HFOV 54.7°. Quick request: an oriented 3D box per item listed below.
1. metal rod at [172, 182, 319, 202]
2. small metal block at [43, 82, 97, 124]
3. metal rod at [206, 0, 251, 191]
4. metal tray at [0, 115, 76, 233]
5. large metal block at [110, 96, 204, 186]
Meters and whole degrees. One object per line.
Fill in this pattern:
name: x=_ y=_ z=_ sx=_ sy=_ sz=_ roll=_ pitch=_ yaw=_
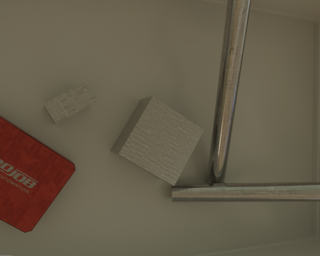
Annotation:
metal rod: x=0.167 y=0.084 z=0.409 sx=0.302 sy=0.025 sz=0.025 roll=-1 pitch=91 yaw=4
small metal block: x=-0.105 y=-0.028 z=0.359 sx=0.050 sy=0.050 sz=0.025 roll=-33 pitch=101 yaw=-17
metal rod: x=0.083 y=-0.050 z=0.379 sx=0.025 sy=0.025 sz=0.298 roll=-8 pitch=117 yaw=-20
metal tray: x=-0.174 y=0.044 z=0.344 sx=0.130 sy=0.030 sz=0.090 roll=37 pitch=78 yaw=-17
large metal block: x=-0.004 y=0.016 z=0.397 sx=0.080 sy=0.050 sz=0.080 roll=33 pitch=79 yaw=-18
